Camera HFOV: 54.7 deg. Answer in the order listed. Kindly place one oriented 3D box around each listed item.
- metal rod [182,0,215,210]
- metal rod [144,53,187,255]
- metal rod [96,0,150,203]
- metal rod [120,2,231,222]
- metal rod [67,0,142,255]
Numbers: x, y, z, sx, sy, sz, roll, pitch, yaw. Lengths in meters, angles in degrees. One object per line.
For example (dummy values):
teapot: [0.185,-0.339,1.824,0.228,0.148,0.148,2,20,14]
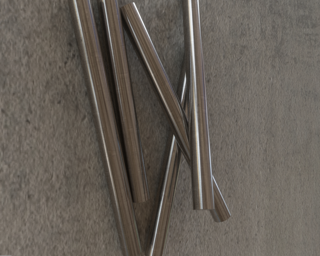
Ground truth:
metal rod: [0.047,-0.049,0.398,0.025,0.025,0.299,14,66,-39]
metal rod: [0.021,0.021,0.424,0.025,0.025,0.299,19,78,-39]
metal rod: [-0.047,-0.058,0.366,0.025,0.025,0.298,-15,100,-39]
metal rod: [0.022,-0.012,0.397,0.025,0.025,0.299,-32,102,-36]
metal rod: [-0.060,0.006,0.355,0.025,0.025,0.298,-18,101,-39]
